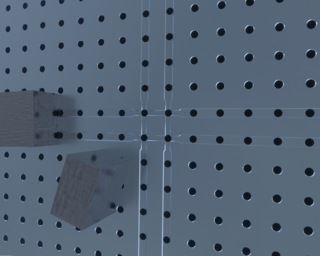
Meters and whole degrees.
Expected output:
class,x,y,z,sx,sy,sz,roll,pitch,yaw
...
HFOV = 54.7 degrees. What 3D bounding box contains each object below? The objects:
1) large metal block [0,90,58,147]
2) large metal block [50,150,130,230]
class,x,y,z,sx,sy,sz,roll,pitch,yaw
large metal block,-0.206,-0.013,0.470,0.080,0.050,0.079,-1,90,19
large metal block,-0.090,0.078,0.414,0.050,0.080,0.080,20,97,18
